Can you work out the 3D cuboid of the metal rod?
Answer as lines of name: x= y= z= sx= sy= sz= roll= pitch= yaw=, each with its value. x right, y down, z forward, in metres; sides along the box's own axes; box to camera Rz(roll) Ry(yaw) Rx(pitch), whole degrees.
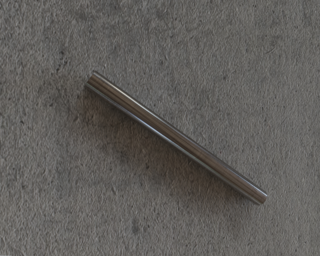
metal rod: x=0.032 y=0.022 z=0.420 sx=0.301 sy=0.025 sz=0.025 roll=35 pitch=79 yaw=-17
